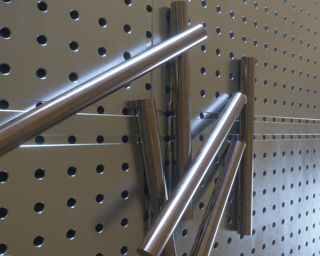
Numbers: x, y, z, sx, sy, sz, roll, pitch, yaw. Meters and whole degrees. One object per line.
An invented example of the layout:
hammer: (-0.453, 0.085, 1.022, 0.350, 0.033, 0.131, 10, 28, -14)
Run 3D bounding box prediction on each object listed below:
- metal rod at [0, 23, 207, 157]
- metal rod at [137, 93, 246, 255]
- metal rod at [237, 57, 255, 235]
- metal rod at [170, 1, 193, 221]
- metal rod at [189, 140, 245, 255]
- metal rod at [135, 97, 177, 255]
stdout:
metal rod: (-0.055, -0.052, 0.344, 0.302, 0.025, 0.025, -35, 112, -29)
metal rod: (0.059, 0.044, 0.426, 0.301, 0.025, 0.025, -52, 121, -38)
metal rod: (0.147, 0.030, 0.530, 0.025, 0.025, 0.298, 2, 89, -40)
metal rod: (0.030, -0.022, 0.433, 0.025, 0.025, 0.298, -3, 92, -40)
metal rod: (0.069, 0.145, 0.445, 0.025, 0.025, 0.300, 46, 56, -30)
metal rod: (0.001, 0.110, 0.409, 0.025, 0.025, 0.298, -14, 99, -39)
